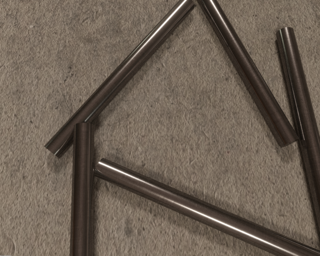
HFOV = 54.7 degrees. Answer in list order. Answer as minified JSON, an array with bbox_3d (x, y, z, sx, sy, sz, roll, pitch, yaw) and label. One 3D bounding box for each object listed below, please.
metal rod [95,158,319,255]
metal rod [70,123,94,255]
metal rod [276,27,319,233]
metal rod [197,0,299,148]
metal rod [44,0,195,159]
[{"bbox_3d":[0.062,0.105,0.370,0.301,0.025,0.025,22,72,7],"label":"metal rod"},{"bbox_3d":[-0.088,0.140,0.346,0.025,0.025,0.299,-2,73,-1],"label":"metal rod"},{"bbox_3d":[0.195,-0.003,0.411,0.025,0.025,0.299,-3,70,-2],"label":"metal rod"},{"bbox_3d":[0.112,-0.110,0.449,0.025,0.025,0.299,-21,72,-8],"label":"metal rod"},{"bbox_3d":[-0.047,-0.081,0.437,0.025,0.025,0.300,36,73,11],"label":"metal rod"}]
